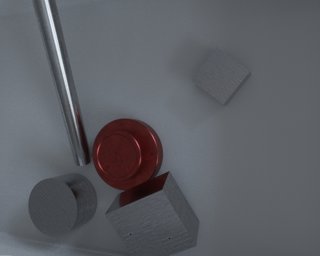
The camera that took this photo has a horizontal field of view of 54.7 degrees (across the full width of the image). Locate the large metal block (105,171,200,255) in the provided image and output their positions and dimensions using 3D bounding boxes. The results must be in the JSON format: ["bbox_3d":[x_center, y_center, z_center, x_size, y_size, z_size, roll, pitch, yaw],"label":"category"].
[{"bbox_3d":[-0.007,0.113,0.387,0.080,0.050,0.080,-27,100,17],"label":"large metal block"}]

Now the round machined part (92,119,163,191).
[{"bbox_3d":[-0.049,0.036,0.418,0.098,0.042,0.097,0,90,19],"label":"round machined part"}]

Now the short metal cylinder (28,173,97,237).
[{"bbox_3d":[-0.138,0.108,0.444,0.080,0.050,0.079,0,90,19],"label":"short metal cylinder"}]

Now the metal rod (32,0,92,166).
[{"bbox_3d":[-0.125,-0.083,0.382,0.025,0.025,0.298,5,119,19],"label":"metal rod"}]

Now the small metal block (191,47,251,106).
[{"bbox_3d":[0.076,-0.063,0.383,0.050,0.025,0.050,40,102,15],"label":"small metal block"}]
